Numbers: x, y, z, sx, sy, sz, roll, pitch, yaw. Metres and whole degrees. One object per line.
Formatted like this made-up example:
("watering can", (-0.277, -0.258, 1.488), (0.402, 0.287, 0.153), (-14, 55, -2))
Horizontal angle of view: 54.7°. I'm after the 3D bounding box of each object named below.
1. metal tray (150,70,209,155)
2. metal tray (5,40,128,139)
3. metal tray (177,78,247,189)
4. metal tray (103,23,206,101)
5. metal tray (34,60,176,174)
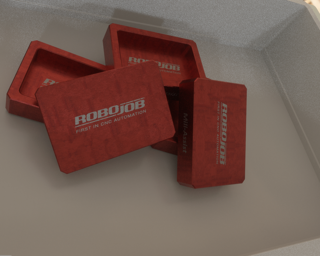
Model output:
("metal tray", (0.038, -0.023, 0.436), (0.091, 0.030, 0.130), (18, 55, -18))
("metal tray", (-0.101, -0.043, 0.371), (0.131, 0.030, 0.090), (18, 55, -18))
("metal tray", (0.068, 0.007, 0.393), (0.091, 0.030, 0.129), (2, 89, -34))
("metal tray", (-0.005, -0.084, 0.412), (0.131, 0.030, 0.090), (3, 60, -27))
("metal tray", (-0.056, -0.015, 0.337), (0.131, 0.030, 0.089), (-18, 101, -19))
